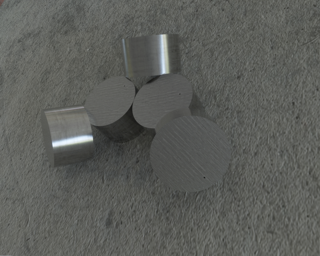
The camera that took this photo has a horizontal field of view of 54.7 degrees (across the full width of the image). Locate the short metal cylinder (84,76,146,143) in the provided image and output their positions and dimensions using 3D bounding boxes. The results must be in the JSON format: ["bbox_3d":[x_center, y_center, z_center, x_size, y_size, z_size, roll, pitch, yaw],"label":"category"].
[{"bbox_3d":[-0.058,-0.026,0.435,0.080,0.050,0.080,-13,56,21],"label":"short metal cylinder"}]

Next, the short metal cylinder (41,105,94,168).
[{"bbox_3d":[-0.128,0.010,0.423,0.050,0.079,0.080,-11,45,-27],"label":"short metal cylinder"}]

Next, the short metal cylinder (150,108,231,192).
[{"bbox_3d":[0.031,0.021,0.333,0.080,0.080,0.050,-32,10,7],"label":"short metal cylinder"}]

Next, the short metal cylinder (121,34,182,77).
[{"bbox_3d":[-0.012,-0.100,0.430,0.080,0.080,0.050,2,105,29],"label":"short metal cylinder"}]

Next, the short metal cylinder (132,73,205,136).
[{"bbox_3d":[0.012,-0.023,0.397,0.080,0.050,0.080,-13,56,21],"label":"short metal cylinder"}]
